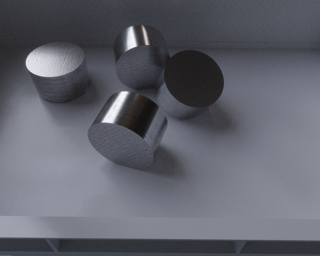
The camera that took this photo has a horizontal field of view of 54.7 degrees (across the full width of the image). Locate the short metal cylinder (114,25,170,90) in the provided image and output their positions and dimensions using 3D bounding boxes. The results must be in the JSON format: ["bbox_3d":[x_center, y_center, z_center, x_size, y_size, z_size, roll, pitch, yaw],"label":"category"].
[{"bbox_3d":[-0.026,-0.103,0.455,0.081,0.080,0.050,-7,50,-6],"label":"short metal cylinder"}]

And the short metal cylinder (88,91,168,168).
[{"bbox_3d":[-0.037,0.003,0.366,0.080,0.080,0.050,15,52,12],"label":"short metal cylinder"}]

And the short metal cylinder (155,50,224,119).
[{"bbox_3d":[0.038,-0.057,0.417,0.081,0.050,0.080,4,73,-13],"label":"short metal cylinder"}]

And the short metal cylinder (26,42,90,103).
[{"bbox_3d":[-0.148,-0.083,0.456,0.081,0.050,0.080,0,50,0],"label":"short metal cylinder"}]
